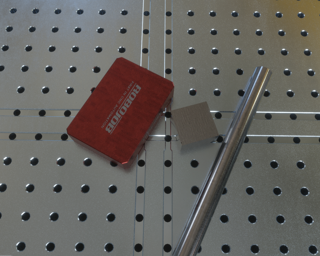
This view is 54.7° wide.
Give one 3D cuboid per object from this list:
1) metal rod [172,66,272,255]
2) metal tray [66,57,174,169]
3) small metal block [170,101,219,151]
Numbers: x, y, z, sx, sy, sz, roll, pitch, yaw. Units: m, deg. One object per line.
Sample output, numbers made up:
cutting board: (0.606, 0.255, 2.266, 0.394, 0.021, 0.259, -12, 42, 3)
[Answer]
metal rod: (0.081, 0.046, 0.395, 0.025, 0.025, 0.300, 25, 72, 8)
metal tray: (-0.050, -0.023, 0.417, 0.090, 0.030, 0.130, 28, 72, 9)
small metal block: (0.045, -0.002, 0.413, 0.050, 0.025, 0.050, -15, 71, -6)
